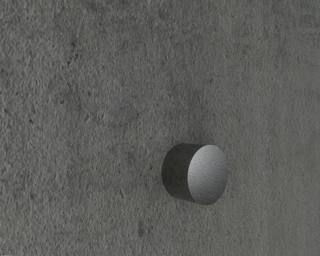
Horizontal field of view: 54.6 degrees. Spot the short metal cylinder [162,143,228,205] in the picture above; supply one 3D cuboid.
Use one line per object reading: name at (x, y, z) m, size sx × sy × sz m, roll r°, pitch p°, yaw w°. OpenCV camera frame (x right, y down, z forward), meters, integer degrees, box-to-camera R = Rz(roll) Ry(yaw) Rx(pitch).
short metal cylinder at (0.049, 0.062, 0.429) m, size 0.081 × 0.050 × 0.080 m, roll 0°, pitch 90°, yaw -40°
